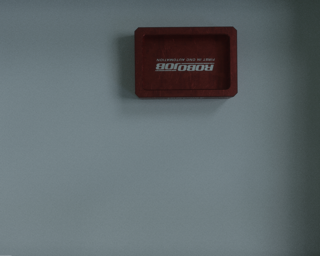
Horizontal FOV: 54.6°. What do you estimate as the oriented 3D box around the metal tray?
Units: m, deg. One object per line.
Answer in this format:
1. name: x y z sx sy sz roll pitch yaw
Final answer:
1. metal tray: 0.033 -0.084 0.408 0.131 0.030 0.090 -1 90 0
